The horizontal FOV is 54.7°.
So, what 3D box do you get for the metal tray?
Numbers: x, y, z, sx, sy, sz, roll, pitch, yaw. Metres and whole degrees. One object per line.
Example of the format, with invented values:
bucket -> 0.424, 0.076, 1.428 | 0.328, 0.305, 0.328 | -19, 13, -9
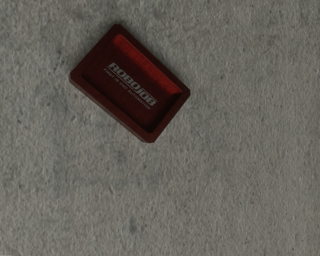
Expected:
metal tray -> -0.036, -0.053, 0.393 | 0.130, 0.030, 0.090 | 41, 77, -16
